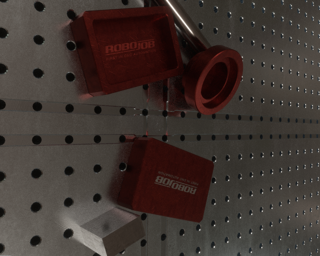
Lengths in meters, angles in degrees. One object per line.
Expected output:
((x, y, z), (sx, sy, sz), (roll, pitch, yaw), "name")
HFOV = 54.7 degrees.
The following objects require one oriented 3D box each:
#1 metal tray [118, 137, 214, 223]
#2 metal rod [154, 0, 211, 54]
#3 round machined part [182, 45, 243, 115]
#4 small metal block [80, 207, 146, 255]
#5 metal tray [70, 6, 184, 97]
((0.014, 0.073, 0.420), (0.131, 0.030, 0.090), (23, 75, -38), "metal tray")
((-0.014, -0.192, 0.398), (0.300, 0.025, 0.025), (43, 64, -32), "metal rod")
((0.070, -0.071, 0.442), (0.099, 0.042, 0.097), (-27, 134, -31), "round machined part")
((-0.054, 0.116, 0.350), (0.050, 0.050, 0.025), (-22, 104, -38), "small metal block")
((-0.033, -0.097, 0.379), (0.131, 0.030, 0.089), (-22, 104, -38), "metal tray")
